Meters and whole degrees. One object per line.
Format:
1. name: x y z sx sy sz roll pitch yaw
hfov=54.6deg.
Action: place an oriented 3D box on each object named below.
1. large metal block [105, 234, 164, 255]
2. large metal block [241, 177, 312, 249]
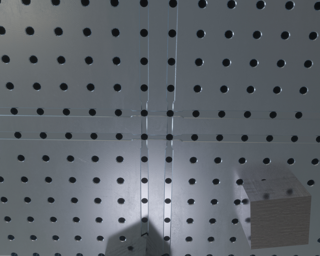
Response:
1. large metal block: -0.034 0.227 0.483 0.080 0.050 0.080 -30 108 10
2. large metal block: 0.164 0.122 0.446 0.080 0.050 0.080 -6 110 2
